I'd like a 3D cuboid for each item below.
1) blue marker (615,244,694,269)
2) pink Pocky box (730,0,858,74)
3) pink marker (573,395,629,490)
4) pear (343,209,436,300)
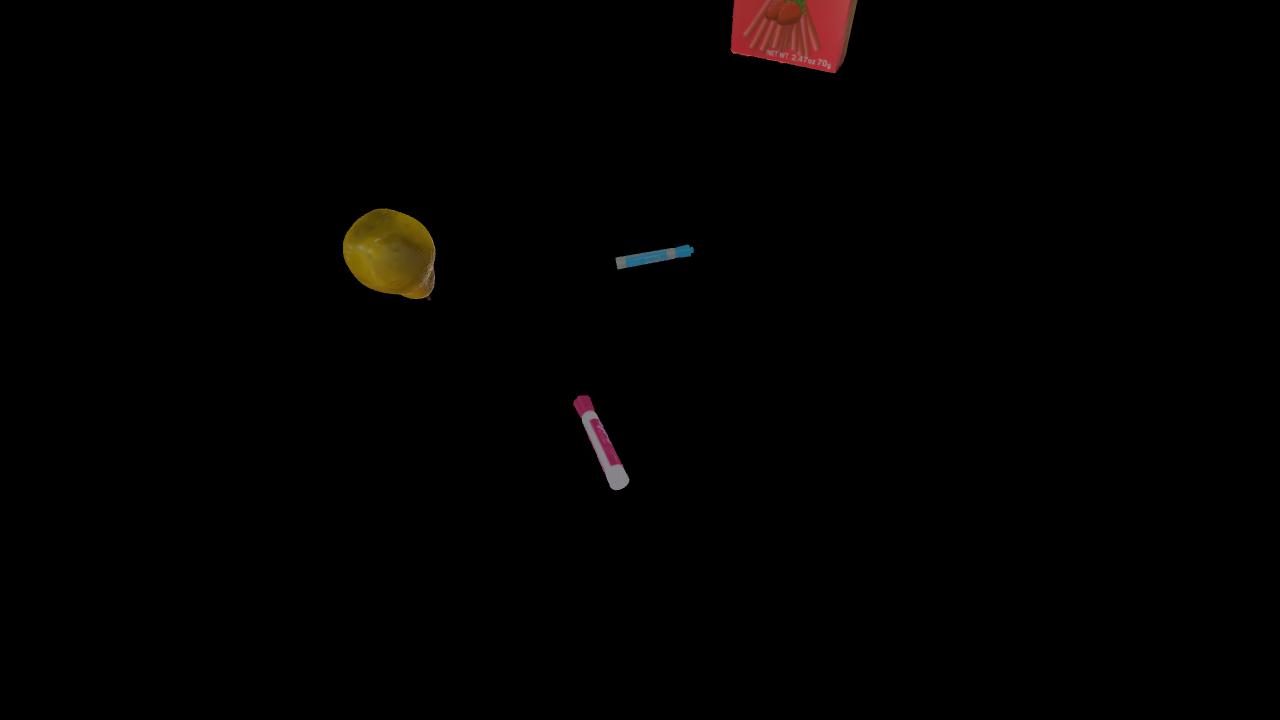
[{"bbox_3d":[0.023,-0.159,0.949,0.121,0.020,0.020,-10,0,0],"label":"blue marker"},{"bbox_3d":[0.106,-0.274,0.401,0.084,0.029,0.155,21,-33,18],"label":"pink Pocky box"},{"bbox_3d":[-0.040,0.076,0.603,0.020,0.020,0.121,0,37,-28],"label":"pink marker"},{"bbox_3d":[-0.219,-0.083,0.572,0.080,0.080,0.111,0,-36,22],"label":"pear"}]
